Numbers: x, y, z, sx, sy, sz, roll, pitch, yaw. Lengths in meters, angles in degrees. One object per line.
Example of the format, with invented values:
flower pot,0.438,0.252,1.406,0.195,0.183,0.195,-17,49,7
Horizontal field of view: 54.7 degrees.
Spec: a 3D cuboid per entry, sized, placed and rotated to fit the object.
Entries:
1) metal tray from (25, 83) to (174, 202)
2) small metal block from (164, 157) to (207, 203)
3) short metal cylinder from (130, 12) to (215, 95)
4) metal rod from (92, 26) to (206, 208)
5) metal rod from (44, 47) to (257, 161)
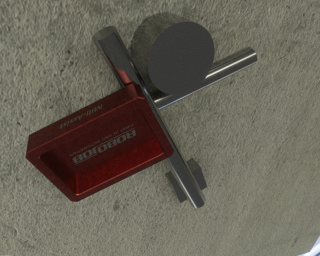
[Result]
metal tray,-0.061,0.019,0.335,0.130,0.030,0.090,-26,129,3
small metal block,0.041,0.082,0.483,0.050,0.025,0.050,-30,129,-10
short metal cylinder,0.013,-0.084,0.348,0.081,0.050,0.079,-14,125,-21
metal rod,0.003,0.012,0.387,0.025,0.025,0.299,-34,129,-6
metal rod,-0.009,-0.032,0.385,0.302,0.025,0.025,-26,128,-12
